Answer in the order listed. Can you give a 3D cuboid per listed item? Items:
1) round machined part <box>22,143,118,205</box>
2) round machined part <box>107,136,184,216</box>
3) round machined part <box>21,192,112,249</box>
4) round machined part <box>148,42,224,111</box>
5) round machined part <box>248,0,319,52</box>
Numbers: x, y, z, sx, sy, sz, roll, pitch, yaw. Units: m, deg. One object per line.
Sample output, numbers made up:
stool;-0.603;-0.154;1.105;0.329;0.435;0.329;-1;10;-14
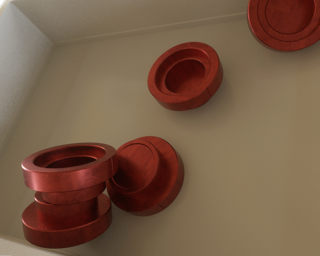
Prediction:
round machined part;-0.095;0.050;0.340;0.098;0.099;0.042;5;106;30
round machined part;-0.024;0.053;0.374;0.098;0.042;0.098;-13;56;20
round machined part;-0.106;0.091;0.356;0.098;0.099;0.042;7;106;31
round machined part;0.037;-0.064;0.414;0.098;0.042;0.098;-13;56;20
round machined part;0.157;-0.142;0.379;0.098;0.042;0.097;2;99;11
